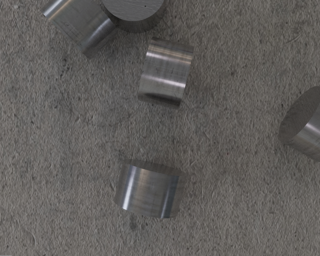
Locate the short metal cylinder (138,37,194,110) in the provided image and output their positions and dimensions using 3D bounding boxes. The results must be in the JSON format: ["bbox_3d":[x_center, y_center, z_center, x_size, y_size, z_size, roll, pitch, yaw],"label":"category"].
[{"bbox_3d":[0.007,-0.067,0.382,0.050,0.080,0.080,14,90,0],"label":"short metal cylinder"}]

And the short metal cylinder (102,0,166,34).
[{"bbox_3d":[-0.033,-0.168,0.397,0.081,0.050,0.080,0,90,0],"label":"short metal cylinder"}]

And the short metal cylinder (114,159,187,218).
[{"bbox_3d":[-0.011,0.072,0.382,0.080,0.080,0.050,13,90,0],"label":"short metal cylinder"}]

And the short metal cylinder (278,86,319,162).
[{"bbox_3d":[0.194,-0.005,0.384,0.050,0.080,0.080,31,90,0],"label":"short metal cylinder"}]

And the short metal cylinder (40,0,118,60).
[{"bbox_3d":[-0.098,-0.131,0.381,0.050,0.080,0.080,-45,90,0],"label":"short metal cylinder"}]
